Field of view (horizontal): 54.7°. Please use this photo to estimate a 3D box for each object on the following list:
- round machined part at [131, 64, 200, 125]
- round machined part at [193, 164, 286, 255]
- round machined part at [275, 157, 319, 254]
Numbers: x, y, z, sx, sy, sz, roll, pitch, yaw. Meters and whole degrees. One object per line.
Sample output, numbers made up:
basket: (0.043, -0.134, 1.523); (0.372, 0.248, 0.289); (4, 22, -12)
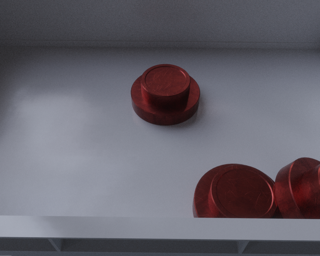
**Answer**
round machined part: (0.008, -0.054, 0.439); (0.099, 0.042, 0.098); (0, 50, 0)
round machined part: (0.086, 0.078, 0.329); (0.099, 0.042, 0.098); (0, 50, 0)
round machined part: (0.168, 0.072, 0.309); (0.099, 0.042, 0.098); (17, 51, -21)
